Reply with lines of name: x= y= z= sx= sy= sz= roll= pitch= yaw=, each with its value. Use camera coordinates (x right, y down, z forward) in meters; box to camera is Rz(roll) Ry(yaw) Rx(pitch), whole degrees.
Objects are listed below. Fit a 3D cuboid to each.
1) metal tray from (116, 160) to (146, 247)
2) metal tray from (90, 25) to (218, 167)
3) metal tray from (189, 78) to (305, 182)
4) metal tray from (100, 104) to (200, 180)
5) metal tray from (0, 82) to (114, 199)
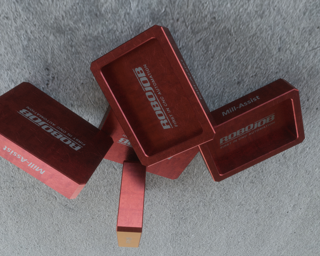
metal tray: x=-0.040 y=0.111 z=0.434 sx=0.030 sy=0.090 sz=0.129 roll=5 pitch=151 yaw=-4
metal tray: x=-0.006 y=-0.033 z=0.339 sx=0.090 sy=0.030 sz=0.130 roll=-25 pitch=97 yaw=19
metal tray: x=0.111 y=0.006 z=0.390 sx=0.130 sy=0.030 sz=0.090 roll=-26 pitch=127 yaw=2
metal tray: x=-0.016 y=0.016 z=0.419 sx=0.131 sy=0.030 sz=0.089 roll=20 pitch=127 yaw=-17
metal tray: x=-0.128 y=0.010 z=0.353 sx=0.130 sy=0.090 sz=0.030 roll=35 pitch=123 yaw=-6
